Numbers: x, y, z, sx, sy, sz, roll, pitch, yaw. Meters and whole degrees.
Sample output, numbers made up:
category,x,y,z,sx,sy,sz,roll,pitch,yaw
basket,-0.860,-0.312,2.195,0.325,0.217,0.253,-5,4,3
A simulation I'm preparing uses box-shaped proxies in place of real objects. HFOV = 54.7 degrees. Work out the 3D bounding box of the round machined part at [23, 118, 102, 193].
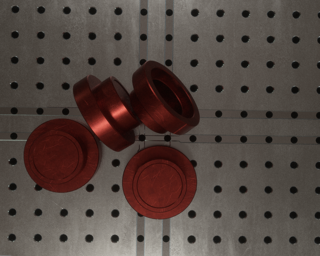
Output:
category,x,y,z,sx,sy,sz,roll,pitch,yaw
round machined part,-0.129,0.036,0.403,0.099,0.042,0.097,0,90,-1

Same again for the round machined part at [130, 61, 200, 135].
category,x,y,z,sx,sy,sz,roll,pitch,yaw
round machined part,0.001,-0.032,0.383,0.042,0.098,0.098,-37,90,27

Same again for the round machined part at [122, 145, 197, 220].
category,x,y,z,sx,sy,sz,roll,pitch,yaw
round machined part,0.000,0.072,0.405,0.099,0.042,0.097,0,90,-1

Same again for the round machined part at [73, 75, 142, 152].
category,x,y,z,sx,sy,sz,roll,pitch,yaw
round machined part,-0.056,-0.023,0.374,0.042,0.098,0.098,-32,90,8
